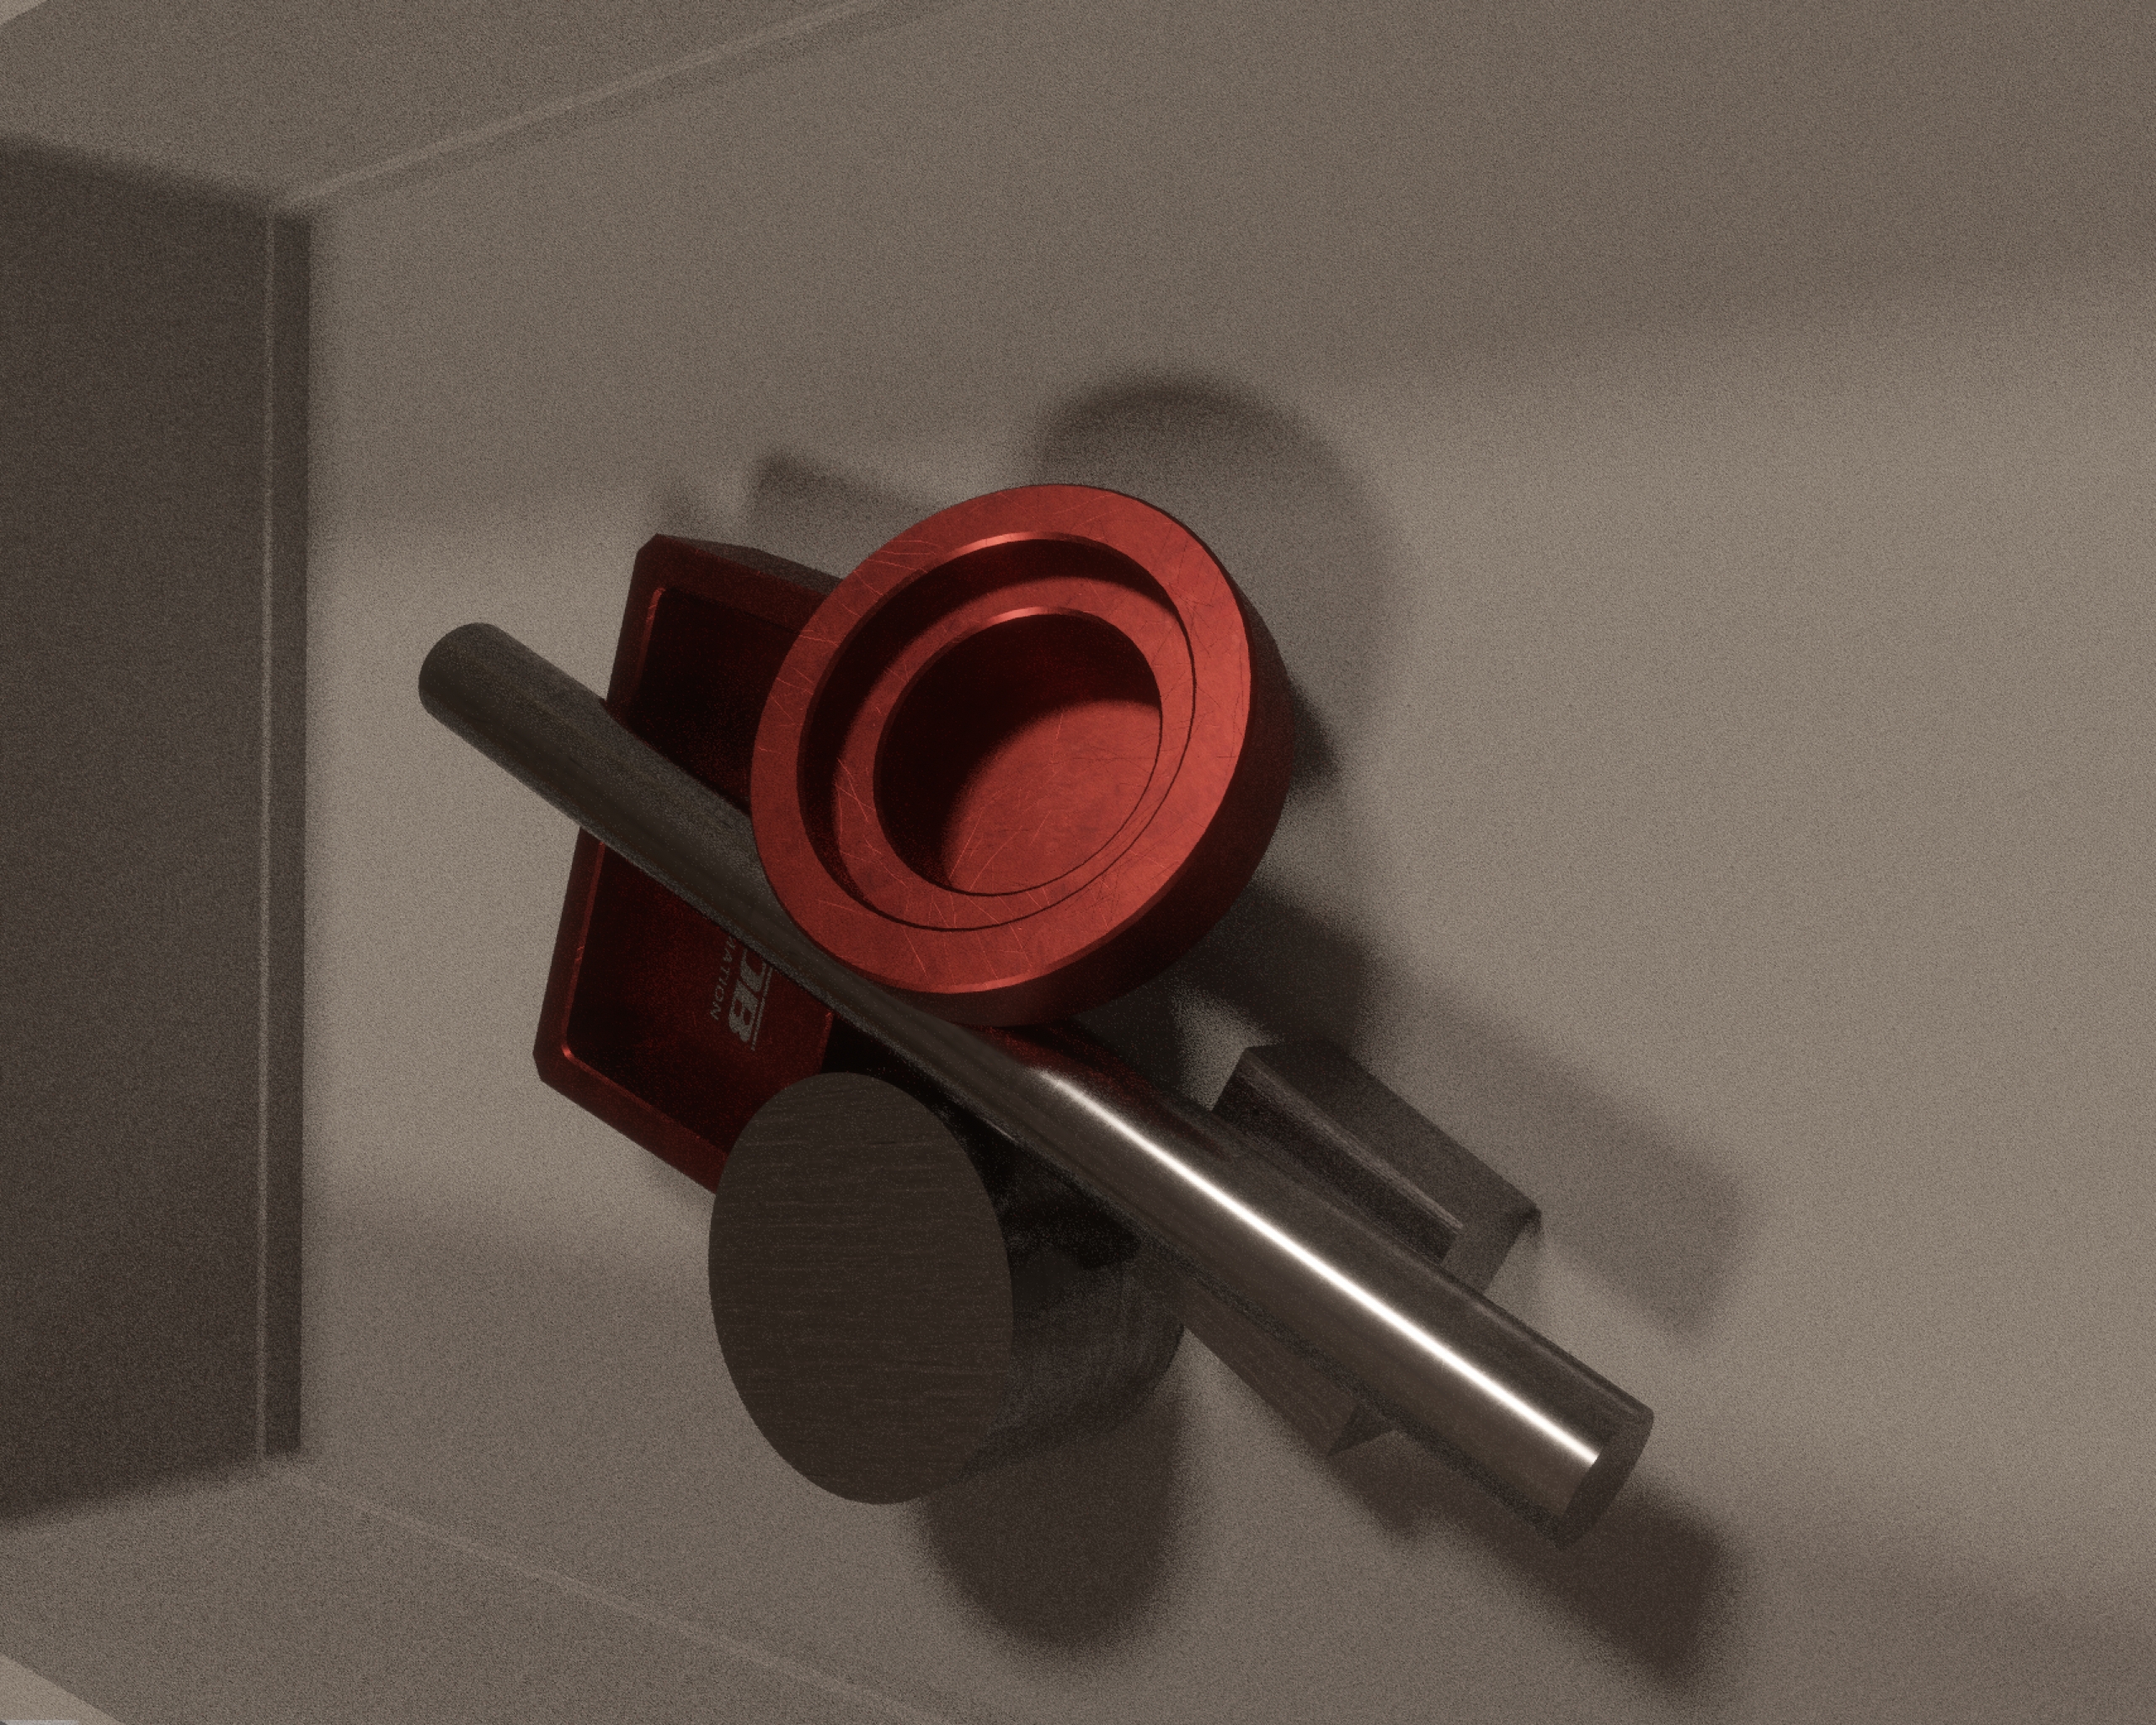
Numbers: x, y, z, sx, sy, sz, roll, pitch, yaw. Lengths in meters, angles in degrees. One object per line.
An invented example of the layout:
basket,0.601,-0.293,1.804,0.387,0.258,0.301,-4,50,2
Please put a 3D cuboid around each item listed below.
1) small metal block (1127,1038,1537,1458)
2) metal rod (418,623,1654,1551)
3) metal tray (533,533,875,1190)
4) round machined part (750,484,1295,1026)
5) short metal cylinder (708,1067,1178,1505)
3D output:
small metal block,0.044,0.066,0.367,0.050,0.025,0.050,39,113,33
metal rod,-0.029,0.025,0.389,0.300,0.025,0.025,32,110,32
metal tray,-0.069,0.002,0.455,0.090,0.030,0.129,23,105,37
round machined part,-0.007,-0.016,0.381,0.098,0.042,0.098,-10,65,22
short metal cylinder,-0.026,0.079,0.407,0.080,0.050,0.079,0,90,39
